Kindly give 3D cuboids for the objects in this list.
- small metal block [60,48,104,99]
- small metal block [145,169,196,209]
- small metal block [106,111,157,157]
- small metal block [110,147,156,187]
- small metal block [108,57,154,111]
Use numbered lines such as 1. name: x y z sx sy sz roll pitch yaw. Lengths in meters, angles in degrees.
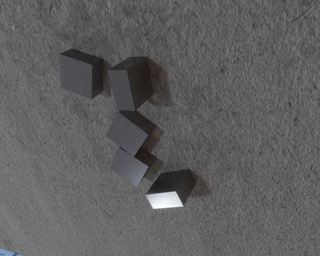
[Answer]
1. small metal block: -0.106 -0.073 0.417 0.050 0.025 0.050 21 126 15
2. small metal block: 0.016 0.085 0.435 0.050 0.050 0.025 -14 111 34
3. small metal block: -0.041 0.004 0.431 0.050 0.025 0.050 37 129 3
4. small metal block: -0.041 0.052 0.460 0.050 0.025 0.050 33 129 6
5. small metal block: -0.034 -0.055 0.375 0.025 0.050 0.050 5 121 26
